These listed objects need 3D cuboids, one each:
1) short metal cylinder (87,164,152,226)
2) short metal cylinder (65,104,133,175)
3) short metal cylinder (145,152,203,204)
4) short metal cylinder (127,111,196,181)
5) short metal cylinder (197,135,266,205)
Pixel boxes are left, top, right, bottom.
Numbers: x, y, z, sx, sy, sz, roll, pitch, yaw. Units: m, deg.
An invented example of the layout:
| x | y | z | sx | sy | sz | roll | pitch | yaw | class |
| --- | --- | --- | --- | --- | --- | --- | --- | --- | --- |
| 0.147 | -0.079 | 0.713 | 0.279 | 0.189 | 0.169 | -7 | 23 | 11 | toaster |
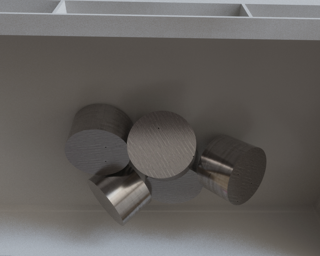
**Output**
| x | y | z | sx | sy | sz | roll | pitch | yaw | class |
| --- | --- | --- | --- | --- | --- | --- | --- | --- | --- |
| -0.057 | 0.090 | 0.438 | 0.050 | 0.080 | 0.080 | -37 | 135 | -25 | short metal cylinder |
| -0.077 | 0.016 | 0.402 | 0.081 | 0.050 | 0.079 | 0 | 130 | 0 | short metal cylinder |
| 0.019 | 0.064 | 0.446 | 0.081 | 0.050 | 0.079 | 0 | 130 | 0 | short metal cylinder |
| 0.004 | 0.024 | 0.382 | 0.080 | 0.080 | 0.050 | -6 | 166 | 4 | short metal cylinder |
| 0.096 | 0.055 | 0.412 | 0.081 | 0.050 | 0.079 | -17 | 118 | -36 | short metal cylinder |
